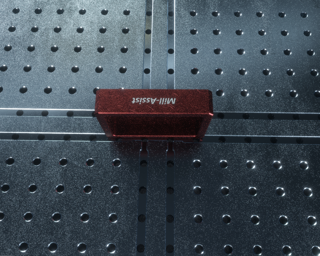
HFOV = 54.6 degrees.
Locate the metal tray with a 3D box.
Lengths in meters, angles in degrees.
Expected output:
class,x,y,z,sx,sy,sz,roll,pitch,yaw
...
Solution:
class,x,y,z,sx,sy,sz,roll,pitch,yaw
metal tray,-0.006,-0.015,0.382,0.131,0.090,0.030,0,70,0
